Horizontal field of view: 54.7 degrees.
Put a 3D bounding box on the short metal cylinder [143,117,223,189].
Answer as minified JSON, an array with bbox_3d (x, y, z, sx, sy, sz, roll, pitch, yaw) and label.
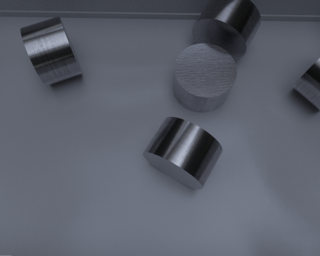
[{"bbox_3d":[0.027,0.030,0.370,0.080,0.080,0.050,29,73,10],"label":"short metal cylinder"}]

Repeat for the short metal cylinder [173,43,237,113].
[{"bbox_3d":[0.059,-0.067,0.422,0.081,0.050,0.080,0,70,0],"label":"short metal cylinder"}]

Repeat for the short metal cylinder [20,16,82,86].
[{"bbox_3d":[-0.144,-0.102,0.416,0.050,0.080,0.080,-21,72,-8],"label":"short metal cylinder"}]

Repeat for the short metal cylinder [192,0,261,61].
[{"bbox_3d":[0.092,-0.140,0.433,0.080,0.080,0.050,28,72,9],"label":"short metal cylinder"}]

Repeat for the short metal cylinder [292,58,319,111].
[{"bbox_3d":[0.224,-0.067,0.408,0.080,0.080,0.050,-40,75,-13],"label":"short metal cylinder"}]
